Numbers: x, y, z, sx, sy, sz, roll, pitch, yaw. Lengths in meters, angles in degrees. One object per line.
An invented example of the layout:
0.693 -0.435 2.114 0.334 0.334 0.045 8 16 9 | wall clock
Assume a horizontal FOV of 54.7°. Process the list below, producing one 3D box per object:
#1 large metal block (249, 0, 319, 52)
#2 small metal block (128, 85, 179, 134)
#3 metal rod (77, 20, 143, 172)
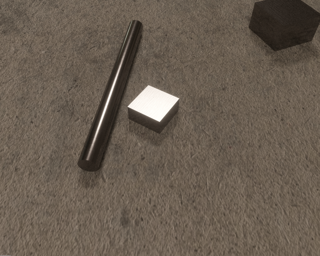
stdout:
0.219 -0.188 0.548 0.081 0.050 0.080 -18 53 -15 | large metal block
-0.008 -0.026 0.425 0.050 0.025 0.050 26 54 20 | small metal block
-0.064 -0.069 0.460 0.025 0.025 0.300 6 50 5 | metal rod
